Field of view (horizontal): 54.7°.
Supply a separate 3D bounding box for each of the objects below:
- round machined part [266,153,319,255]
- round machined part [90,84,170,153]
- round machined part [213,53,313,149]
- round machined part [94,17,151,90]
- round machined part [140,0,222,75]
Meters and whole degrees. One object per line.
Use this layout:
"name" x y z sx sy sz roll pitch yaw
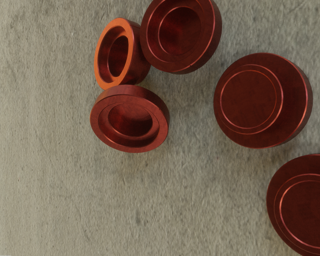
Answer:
"round machined part" 0.143 0.072 0.276 0.098 0.042 0.097 0 90 39
"round machined part" -0.036 -0.016 0.398 0.098 0.098 0.042 -37 28 33
"round machined part" 0.096 -0.028 0.313 0.098 0.042 0.097 0 90 39
"round machined part" -0.047 -0.096 0.423 0.098 0.042 0.097 -8 80 49
"round machined part" 0.028 -0.111 0.365 0.098 0.042 0.097 0 89 33
